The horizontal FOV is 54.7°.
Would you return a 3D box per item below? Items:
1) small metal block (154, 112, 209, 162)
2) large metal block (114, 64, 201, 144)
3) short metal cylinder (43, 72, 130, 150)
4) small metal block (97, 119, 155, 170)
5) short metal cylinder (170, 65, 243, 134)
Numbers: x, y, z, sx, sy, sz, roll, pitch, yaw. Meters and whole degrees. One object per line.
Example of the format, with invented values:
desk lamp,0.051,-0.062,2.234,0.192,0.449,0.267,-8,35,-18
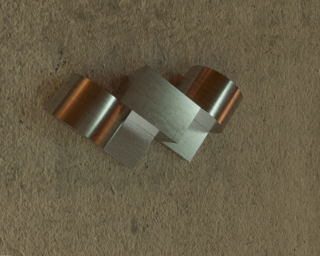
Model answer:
small metal block,0.030,0.011,0.422,0.050,0.025,0.050,37,78,-17
large metal block,-0.011,-0.026,0.378,0.080,0.080,0.050,37,78,-17
short metal cylinder,-0.082,-0.018,0.351,0.080,0.080,0.050,37,78,-17
small metal block,-0.044,0.018,0.395,0.050,0.025,0.050,37,78,-17
short metal cylinder,0.059,-0.036,0.403,0.080,0.080,0.050,37,78,-17
